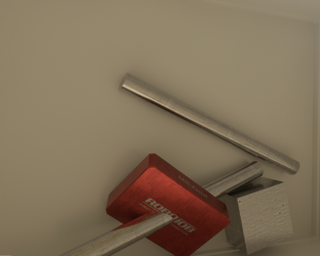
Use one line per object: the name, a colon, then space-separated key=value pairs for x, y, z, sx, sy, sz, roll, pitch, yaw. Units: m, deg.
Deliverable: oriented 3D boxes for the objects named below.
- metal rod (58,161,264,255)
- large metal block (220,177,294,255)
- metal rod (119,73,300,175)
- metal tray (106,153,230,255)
metal rod: x=0.020 y=0.104 z=0.394 sx=0.302 sy=0.025 sz=0.025 roll=-19 pitch=97 yaw=-29
large metal block: x=0.138 y=0.124 z=0.450 sx=0.081 sy=0.050 sz=0.079 roll=-13 pitch=95 yaw=-20
metal rod: x=0.082 y=0.002 z=0.442 sx=0.302 sy=0.025 sz=0.025 roll=25 pitch=82 yaw=-19
metal tray: x=0.011 y=0.102 z=0.390 sx=0.130 sy=0.030 sz=0.090 roll=37 pitch=110 yaw=-17
